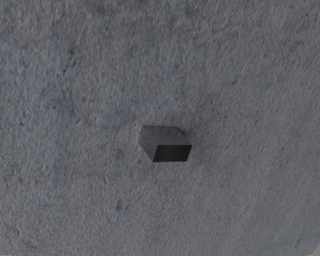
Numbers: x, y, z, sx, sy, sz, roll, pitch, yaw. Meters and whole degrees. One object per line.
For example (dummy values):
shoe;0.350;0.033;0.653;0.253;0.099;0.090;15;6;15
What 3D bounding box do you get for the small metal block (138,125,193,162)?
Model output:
small metal block;0.006;0.020;0.405;0.050;0.050;0.025;2;117;-29
